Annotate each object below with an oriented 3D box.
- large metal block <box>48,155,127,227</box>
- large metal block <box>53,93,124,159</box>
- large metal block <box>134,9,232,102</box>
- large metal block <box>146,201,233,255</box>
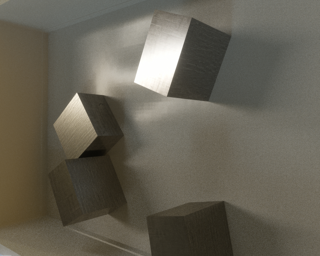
[{"bbox_3d":[-0.107,0.090,0.460,0.050,0.081,0.080,-37,67,34],"label":"large metal block"},{"bbox_3d":[-0.113,0.003,0.485,0.080,0.050,0.080,-44,64,31],"label":"large metal block"},{"bbox_3d":[0.027,-0.078,0.349,0.050,0.081,0.079,28,108,36],"label":"large metal block"},{"bbox_3d":[0.036,0.129,0.341,0.050,0.081,0.080,-14,81,39],"label":"large metal block"}]
